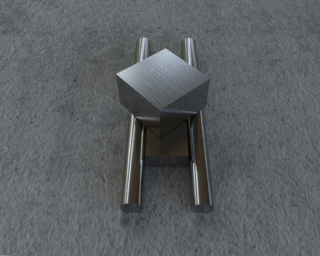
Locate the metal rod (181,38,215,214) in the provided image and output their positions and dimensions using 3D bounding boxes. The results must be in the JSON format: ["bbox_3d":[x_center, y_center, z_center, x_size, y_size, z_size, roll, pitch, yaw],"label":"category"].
[{"bbox_3d":[0.047,-0.028,0.429,0.025,0.025,0.300,1,50,0],"label":"metal rod"}]

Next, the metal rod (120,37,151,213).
[{"bbox_3d":[-0.029,-0.028,0.429,0.025,0.025,0.300,1,50,0],"label":"metal rod"}]

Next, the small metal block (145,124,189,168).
[{"bbox_3d":[0.008,0.021,0.386,0.050,0.025,0.050,1,50,0],"label":"small metal block"}]

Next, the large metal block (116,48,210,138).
[{"bbox_3d":[0.004,-0.047,0.393,0.080,0.050,0.080,-34,58,-25],"label":"large metal block"}]

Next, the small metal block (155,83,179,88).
[{"bbox_3d":[0.009,-0.068,0.460,0.050,0.025,0.050,1,50,0],"label":"small metal block"}]
